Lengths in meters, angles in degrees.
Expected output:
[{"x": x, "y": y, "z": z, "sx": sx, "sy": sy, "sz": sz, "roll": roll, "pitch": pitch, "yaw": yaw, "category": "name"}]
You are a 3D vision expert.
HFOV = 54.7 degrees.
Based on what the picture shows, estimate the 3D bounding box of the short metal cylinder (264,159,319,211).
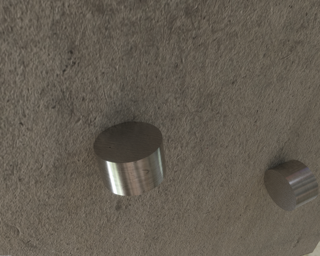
[{"x": 0.237, "y": 0.104, "z": 0.565, "sx": 0.050, "sy": 0.080, "sz": 0.080, "roll": -21, "pitch": 126, "yaw": -16, "category": "short metal cylinder"}]

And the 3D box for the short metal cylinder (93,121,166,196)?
[{"x": -0.035, "y": 0.035, "z": 0.374, "sx": 0.081, "sy": 0.080, "sz": 0.050, "roll": -19, "pitch": 126, "yaw": -18, "category": "short metal cylinder"}]
